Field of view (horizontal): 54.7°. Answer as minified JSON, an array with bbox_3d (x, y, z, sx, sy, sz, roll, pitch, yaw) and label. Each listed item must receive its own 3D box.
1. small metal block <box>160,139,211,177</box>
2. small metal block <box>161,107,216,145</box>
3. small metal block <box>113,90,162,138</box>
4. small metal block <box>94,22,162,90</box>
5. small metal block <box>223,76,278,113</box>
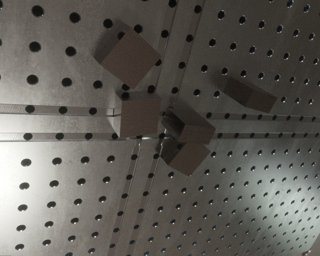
[{"bbox_3d":[0.038,0.038,0.458,0.050,0.025,0.050,33,100,-39],"label":"small metal block"},{"bbox_3d":[0.037,-0.003,0.416,0.050,0.050,0.025,7,115,-32],"label":"small metal block"},{"bbox_3d":[-0.029,-0.018,0.386,0.050,0.025,0.050,-7,122,-25],"label":"small metal block"},{"bbox_3d":[-0.035,-0.079,0.344,0.050,0.025,0.050,-49,129,6],"label":"small metal block"},{"bbox_3d":[0.127,-0.047,0.438,0.050,0.050,0.025,10,113,-33],"label":"small metal block"}]
